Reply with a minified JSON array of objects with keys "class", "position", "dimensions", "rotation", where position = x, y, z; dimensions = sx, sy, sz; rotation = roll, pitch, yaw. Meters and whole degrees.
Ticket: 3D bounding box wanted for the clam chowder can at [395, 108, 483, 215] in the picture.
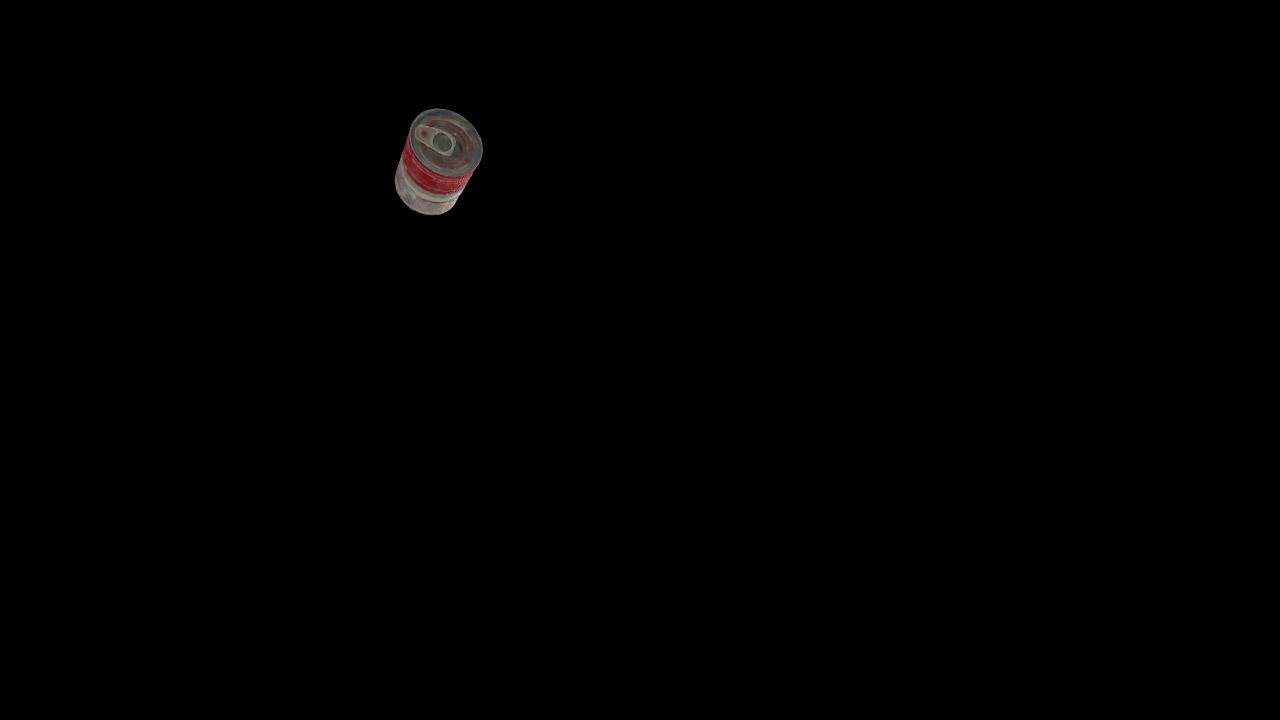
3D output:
[{"class":"clam chowder can","position":[-0.204,-0.194,0.616],"dimensions":[0.068,0.068,0.102],"rotation":[0,-11,-30]}]
